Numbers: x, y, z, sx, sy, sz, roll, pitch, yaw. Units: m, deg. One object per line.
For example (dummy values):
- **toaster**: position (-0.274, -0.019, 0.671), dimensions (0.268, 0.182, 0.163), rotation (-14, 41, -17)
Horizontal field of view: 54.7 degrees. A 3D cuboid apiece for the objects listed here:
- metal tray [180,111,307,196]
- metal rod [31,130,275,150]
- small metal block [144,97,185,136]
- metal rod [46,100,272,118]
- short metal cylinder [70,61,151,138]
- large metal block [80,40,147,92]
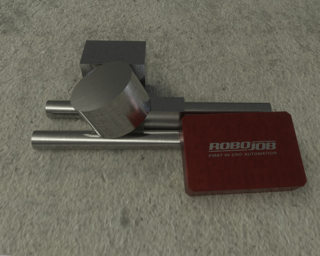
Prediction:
- **metal tray**: position (0.092, 0.029, 0.360), dimensions (0.131, 0.030, 0.090), rotation (-2, 68, -4)
- **metal rod**: position (-0.006, 0.015, 0.392), dimensions (0.302, 0.025, 0.025), rotation (0, 50, -1)
- **small metal block**: position (0.005, -0.014, 0.399), dimensions (0.050, 0.050, 0.025), rotation (1, 50, 0)
- **metal rod**: position (-0.002, -0.024, 0.425), dimensions (0.302, 0.025, 0.025), rotation (1, 50, 0)
- **short metal cylinder**: position (-0.058, -0.034, 0.370), dimensions (0.080, 0.050, 0.080), rotation (-16, 46, 17)
- **large metal block**: position (-0.059, -0.073, 0.430), dimensions (0.081, 0.080, 0.050), rotation (1, 50, 0)
